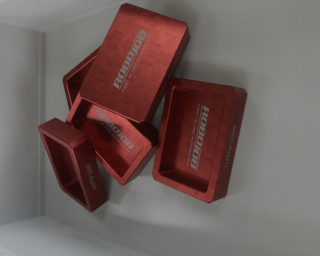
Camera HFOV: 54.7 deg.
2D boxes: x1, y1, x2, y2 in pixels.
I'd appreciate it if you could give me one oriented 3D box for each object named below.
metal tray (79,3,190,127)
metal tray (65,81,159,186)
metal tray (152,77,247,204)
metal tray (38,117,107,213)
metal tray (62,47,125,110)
[{"bbox_3d":[-0.030,-0.078,0.379,0.090,0.030,0.130,24,86,14],"label":"metal tray"},{"bbox_3d":[-0.066,0.003,0.426,0.130,0.030,0.089,45,124,14],"label":"metal tray"},{"bbox_3d":[0.043,0.011,0.364,0.090,0.030,0.129,16,100,38],"label":"metal tray"},{"bbox_3d":[-0.131,0.056,0.468,0.090,0.030,0.129,22,133,37],"label":"metal tray"},{"bbox_3d":[-0.095,-0.064,0.477,0.130,0.030,0.090,-26,74,36],"label":"metal tray"}]
